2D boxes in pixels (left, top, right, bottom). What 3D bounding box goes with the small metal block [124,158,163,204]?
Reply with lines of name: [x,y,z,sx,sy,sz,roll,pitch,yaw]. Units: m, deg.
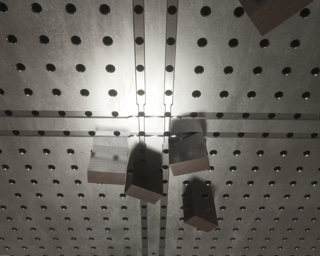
small metal block: [-0.023,0.080,0.463,0.050,0.050,0.025,24,126,-19]

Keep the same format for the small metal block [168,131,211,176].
small metal block: [0.039,0.035,0.426,0.050,0.050,0.025,-12,129,10]

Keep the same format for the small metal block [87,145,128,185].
small metal block: [-0.073,0.052,0.438,0.050,0.050,0.025,5,130,-5]

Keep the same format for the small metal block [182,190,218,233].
small metal block: [0.066,0.138,0.514,0.050,0.050,0.025,29,124,-23]

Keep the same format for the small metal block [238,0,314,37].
small metal block: [0.107,-0.122,0.293,0.050,0.050,0.025,-34,123,25]
